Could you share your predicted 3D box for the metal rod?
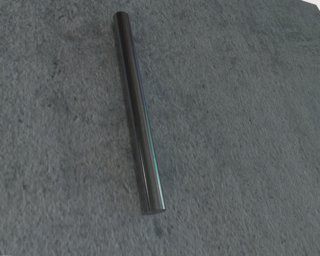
[{"bbox_3d":[-0.032,-0.038,0.410,0.025,0.025,0.299,3,60,-27],"label":"metal rod"}]
